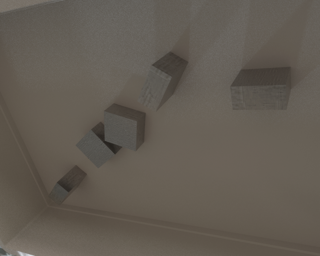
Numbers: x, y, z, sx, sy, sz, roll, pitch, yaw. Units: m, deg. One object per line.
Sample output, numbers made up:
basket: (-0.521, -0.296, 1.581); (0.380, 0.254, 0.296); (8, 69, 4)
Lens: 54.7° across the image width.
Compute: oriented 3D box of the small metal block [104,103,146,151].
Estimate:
small metal block: (-0.049, -0.001, 0.432); (0.050, 0.025, 0.050); (17, 125, 18)

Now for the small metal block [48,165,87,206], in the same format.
small metal block: (-0.160, 0.099, 0.535); (0.025, 0.050, 0.050); (41, 129, 0)

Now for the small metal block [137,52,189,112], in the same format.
small metal block: (0.004, -0.054, 0.356); (0.025, 0.050, 0.050); (32, 128, 7)

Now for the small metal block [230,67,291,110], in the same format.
small metal block: (0.103, -0.040, 0.313); (0.050, 0.050, 0.025); (2, 119, 27)

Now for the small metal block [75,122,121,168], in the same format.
small metal block: (-0.092, 0.027, 0.472); (0.050, 0.025, 0.050); (47, 129, -5)
